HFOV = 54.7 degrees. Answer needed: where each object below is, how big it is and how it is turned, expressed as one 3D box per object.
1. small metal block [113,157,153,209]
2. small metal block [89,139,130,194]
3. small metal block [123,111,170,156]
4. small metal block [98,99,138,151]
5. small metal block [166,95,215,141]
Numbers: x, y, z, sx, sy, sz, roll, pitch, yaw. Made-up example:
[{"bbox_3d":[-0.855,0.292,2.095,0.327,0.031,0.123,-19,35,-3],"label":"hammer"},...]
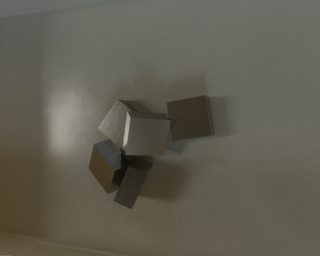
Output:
[{"bbox_3d":[-0.034,0.071,0.407,0.025,0.050,0.050,24,98,3],"label":"small metal block"},{"bbox_3d":[-0.069,0.052,0.418,0.050,0.025,0.050,46,135,27],"label":"small metal block"},{"bbox_3d":[-0.018,0.007,0.397,0.050,0.025,0.050,3,110,-17],"label":"small metal block"},{"bbox_3d":[-0.049,-0.004,0.428,0.050,0.025,0.050,39,102,15],"label":"small metal block"},{"bbox_3d":[0.039,-0.012,0.396,0.050,0.025,0.050,-9,87,19],"label":"small metal block"}]
